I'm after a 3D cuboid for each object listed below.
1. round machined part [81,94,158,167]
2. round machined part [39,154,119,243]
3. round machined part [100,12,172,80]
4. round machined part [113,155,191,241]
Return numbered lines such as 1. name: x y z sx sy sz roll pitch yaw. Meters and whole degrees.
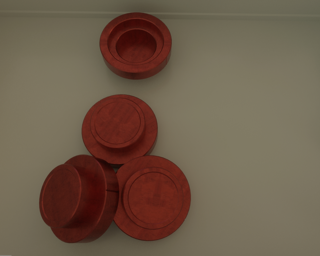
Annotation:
1. round machined part: -0.052 0.000 0.400 0.099 0.042 0.098 0 70 0
2. round machined part: -0.096 0.077 0.347 0.098 0.042 0.098 -13 66 32
3. round machined part: -0.033 -0.111 0.441 0.099 0.042 0.098 0 70 0
4. round machined part: -0.011 0.080 0.359 0.099 0.042 0.098 2 79 -12
